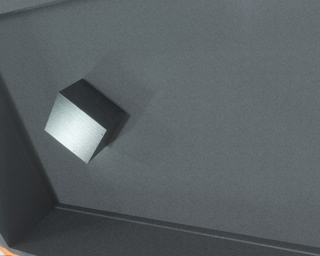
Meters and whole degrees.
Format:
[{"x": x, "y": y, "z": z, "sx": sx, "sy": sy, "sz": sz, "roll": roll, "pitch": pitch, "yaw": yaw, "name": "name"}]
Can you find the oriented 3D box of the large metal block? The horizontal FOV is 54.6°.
[{"x": -0.108, "y": -0.009, "z": 0.445, "sx": 0.080, "sy": 0.050, "sz": 0.080, "roll": 38, "pitch": 129, "yaw": 2, "name": "large metal block"}]
